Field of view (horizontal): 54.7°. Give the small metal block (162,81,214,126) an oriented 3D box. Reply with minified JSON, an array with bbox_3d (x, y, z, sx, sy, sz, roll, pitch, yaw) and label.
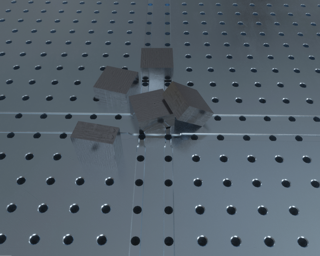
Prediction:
[{"bbox_3d":[0.038,-0.032,0.419,0.050,0.025,0.050,12,37,-42],"label":"small metal block"}]

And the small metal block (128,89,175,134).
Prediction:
[{"bbox_3d":[-0.012,-0.024,0.428,0.050,0.025,0.050,-14,52,-12],"label":"small metal block"}]

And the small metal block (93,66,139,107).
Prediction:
[{"bbox_3d":[-0.064,-0.063,0.460,0.050,0.025,0.050,13,51,10],"label":"small metal block"}]

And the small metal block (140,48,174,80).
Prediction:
[{"bbox_3d":[-0.005,-0.102,0.494,0.050,0.025,0.050,0,50,-1],"label":"small metal block"}]

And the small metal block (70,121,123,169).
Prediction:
[{"bbox_3d":[-0.074,0.021,0.373,0.050,0.050,0.025,9,51,7],"label":"small metal block"}]
